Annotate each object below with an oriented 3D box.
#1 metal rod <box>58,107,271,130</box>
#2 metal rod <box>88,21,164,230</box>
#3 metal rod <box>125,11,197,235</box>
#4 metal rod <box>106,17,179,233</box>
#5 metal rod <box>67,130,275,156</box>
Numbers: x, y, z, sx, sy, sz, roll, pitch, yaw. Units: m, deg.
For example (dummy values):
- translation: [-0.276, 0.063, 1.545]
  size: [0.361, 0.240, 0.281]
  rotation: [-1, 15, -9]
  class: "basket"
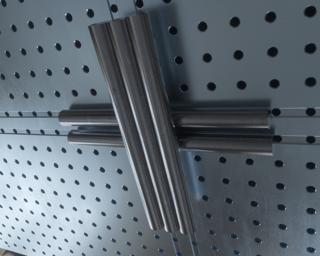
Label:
- translation: [-0.013, -0.013, 0.409]
  size: [0.301, 0.025, 0.025]
  rotation: [1, 119, 27]
  class: "metal rod"
- translation: [-0.035, 0.015, 0.406]
  size: [0.025, 0.025, 0.298]
  rotation: [0, 119, 27]
  class: "metal rod"
- translation: [0.009, 0.014, 0.382]
  size: [0.025, 0.025, 0.298]
  rotation: [0, 119, 27]
  class: "metal rod"
- translation: [-0.013, 0.015, 0.394]
  size: [0.025, 0.025, 0.298]
  rotation: [0, 119, 27]
  class: "metal rod"
- translation: [-0.004, 0.017, 0.423]
  size: [0.301, 0.025, 0.025]
  rotation: [1, 119, 27]
  class: "metal rod"
